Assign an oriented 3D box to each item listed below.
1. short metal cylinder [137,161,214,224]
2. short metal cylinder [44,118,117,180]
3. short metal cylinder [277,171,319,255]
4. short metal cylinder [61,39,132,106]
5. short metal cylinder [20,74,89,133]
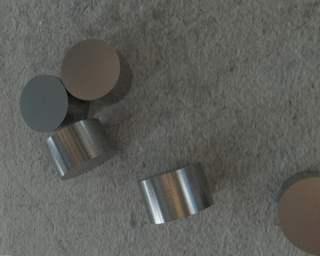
[{"bbox_3d":[0.019,0.076,0.373,0.080,0.080,0.050,-20,84,18],"label":"short metal cylinder"},{"bbox_3d":[-0.106,0.029,0.416,0.080,0.080,0.050,-32,80,17],"label":"short metal cylinder"},{"bbox_3d":[0.170,0.090,0.336,0.080,0.050,0.079,0,90,19],"label":"short metal cylinder"},{"bbox_3d":[-0.084,-0.073,0.418,0.080,0.050,0.080,-1,85,11],"label":"short metal cylinder"},{"bbox_3d":[-0.151,-0.034,0.447,0.080,0.050,0.079,0,90,20],"label":"short metal cylinder"}]
